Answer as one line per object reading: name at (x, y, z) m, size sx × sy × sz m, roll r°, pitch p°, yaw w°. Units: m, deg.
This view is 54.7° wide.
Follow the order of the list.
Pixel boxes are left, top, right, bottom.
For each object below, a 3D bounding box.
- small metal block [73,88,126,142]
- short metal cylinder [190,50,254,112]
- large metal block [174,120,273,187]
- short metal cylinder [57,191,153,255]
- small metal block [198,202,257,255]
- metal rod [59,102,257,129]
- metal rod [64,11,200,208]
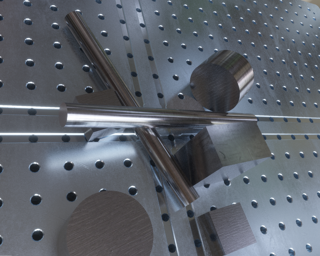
small metal block at (-0.073, -0.017, 0.379) m, size 0.050 × 0.025 × 0.050 m, roll -19°, pitch 72°, yaw -35°
short metal cylinder at (0.093, -0.070, 0.465) m, size 0.080 × 0.080 × 0.050 m, roll 45°, pitch 51°, yaw 3°
large metal block at (0.077, 0.035, 0.393) m, size 0.081 × 0.080 × 0.050 m, roll -6°, pitch 65°, yaw -31°
short metal cylinder at (-0.053, 0.107, 0.298) m, size 0.081 × 0.050 × 0.080 m, roll 14°, pitch 56°, yaw -21°
small metal block at (0.082, 0.123, 0.377) m, size 0.050 × 0.025 × 0.050 m, roll -6°, pitch 65°, yaw -31°
metal rod at (0.024, -0.012, 0.401) m, size 0.302 × 0.025 × 0.025 m, roll 1°, pitch 61°, yaw -37°
metal rod at (-0.043, -0.033, 0.404) m, size 0.025 × 0.025 × 0.299 m, roll -24°, pitch 75°, yaw -37°
